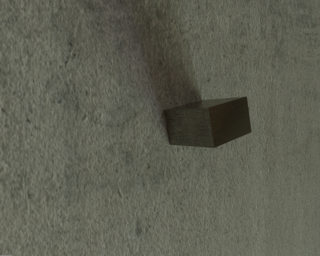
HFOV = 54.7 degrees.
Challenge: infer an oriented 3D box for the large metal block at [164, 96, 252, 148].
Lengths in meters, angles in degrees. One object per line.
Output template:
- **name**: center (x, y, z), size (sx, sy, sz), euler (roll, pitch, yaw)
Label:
- **large metal block**: center (0.066, -0.009, 0.426), size (0.081, 0.080, 0.050), euler (-17, 101, -39)
